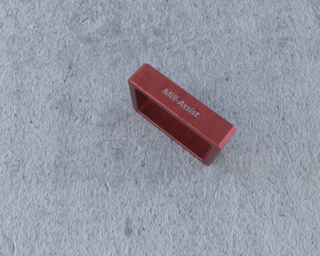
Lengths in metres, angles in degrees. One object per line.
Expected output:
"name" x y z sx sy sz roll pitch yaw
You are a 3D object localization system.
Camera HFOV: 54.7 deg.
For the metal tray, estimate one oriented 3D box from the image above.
"metal tray" 0.023 -0.013 0.380 0.130 0.090 0.030 38 74 12
